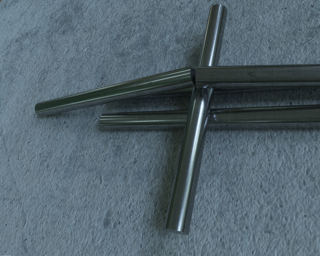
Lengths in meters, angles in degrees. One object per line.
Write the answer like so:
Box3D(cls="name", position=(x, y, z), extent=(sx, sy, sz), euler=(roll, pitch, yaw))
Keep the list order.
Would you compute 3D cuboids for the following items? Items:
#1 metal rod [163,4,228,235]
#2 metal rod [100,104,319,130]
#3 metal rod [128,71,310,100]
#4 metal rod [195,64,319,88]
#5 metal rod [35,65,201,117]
Box3D(cls="metal rod", position=(0.048, -0.030, 0.365), extent=(0.025, 0.025, 0.300), euler=(0, 61, 28))
Box3D(cls="metal rod", position=(0.054, -0.011, 0.382), extent=(0.300, 0.025, 0.025), euler=(-1, 62, 27))
Box3D(cls="metal rod", position=(0.066, -0.055, 0.403), extent=(0.300, 0.025, 0.025), euler=(-1, 62, 27))
Box3D(cls="metal rod", position=(0.186, -0.052, 0.307), extent=(0.301, 0.025, 0.025), euler=(2, 62, 17))
Box3D(cls="metal rod", position=(-0.080, -0.046, 0.442), extent=(0.300, 0.025, 0.025), euler=(-7, 58, 35))
